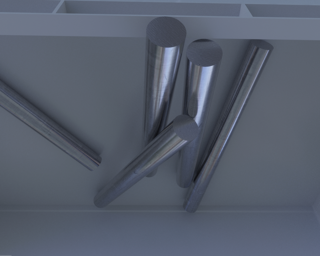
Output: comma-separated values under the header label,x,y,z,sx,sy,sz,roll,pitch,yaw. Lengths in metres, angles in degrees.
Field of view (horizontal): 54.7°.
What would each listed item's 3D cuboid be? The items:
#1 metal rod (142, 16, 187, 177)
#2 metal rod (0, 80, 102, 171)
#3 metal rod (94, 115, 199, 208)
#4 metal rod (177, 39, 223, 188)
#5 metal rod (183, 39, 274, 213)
label,x,y,z,sx,sy,sz,roll,pitch,yaw
metal rod,-0.006,0.001,0.328,0.025,0.025,0.299,3,156,-3
metal rod,-0.187,-0.037,0.374,0.025,0.025,0.300,-31,124,23
metal rod,-0.038,0.060,0.389,0.025,0.025,0.299,20,149,-16
metal rod,0.034,0.015,0.348,0.025,0.025,0.299,-1,153,1
metal rod,0.081,0.021,0.428,0.025,0.025,0.298,9,130,-8
